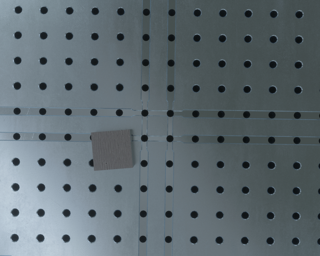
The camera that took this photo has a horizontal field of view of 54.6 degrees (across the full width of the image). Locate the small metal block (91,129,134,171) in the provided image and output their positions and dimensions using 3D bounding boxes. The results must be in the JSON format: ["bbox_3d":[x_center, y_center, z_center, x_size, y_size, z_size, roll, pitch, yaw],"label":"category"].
[{"bbox_3d":[-0.062,0.029,0.413,0.050,0.025,0.050,-5,90,0],"label":"small metal block"}]
